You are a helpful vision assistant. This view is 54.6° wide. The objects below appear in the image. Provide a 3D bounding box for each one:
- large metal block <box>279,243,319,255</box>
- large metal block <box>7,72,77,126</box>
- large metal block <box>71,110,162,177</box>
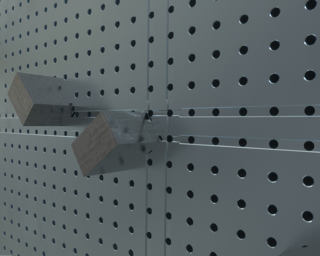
[{"bbox_3d":[0.138,0.133,0.260,0.080,0.081,0.050,-32,70,35],"label":"large metal block"},{"bbox_3d":[-0.208,-0.049,0.547,0.080,0.081,0.050,52,121,27],"label":"large metal block"},{"bbox_3d":[-0.060,0.021,0.424,0.080,0.081,0.050,-42,65,32],"label":"large metal block"}]
